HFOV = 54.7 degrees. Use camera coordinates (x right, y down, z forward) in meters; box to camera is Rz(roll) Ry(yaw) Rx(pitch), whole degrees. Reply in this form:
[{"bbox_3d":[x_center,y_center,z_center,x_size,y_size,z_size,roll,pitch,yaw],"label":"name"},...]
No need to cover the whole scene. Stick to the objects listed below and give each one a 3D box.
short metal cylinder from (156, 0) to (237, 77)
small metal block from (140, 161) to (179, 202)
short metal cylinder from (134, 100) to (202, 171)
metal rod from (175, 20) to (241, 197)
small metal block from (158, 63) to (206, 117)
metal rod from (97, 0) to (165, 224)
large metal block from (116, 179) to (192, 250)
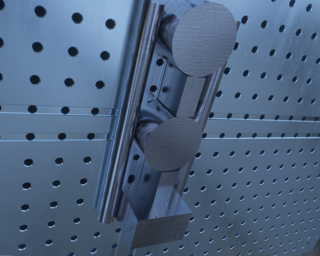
[{"bbox_3d":[0.038,-0.104,0.351,0.081,0.050,0.079,-14,124,-21],"label":"short metal cylinder"},{"bbox_3d":[-0.003,0.067,0.434,0.025,0.050,0.050,0,118,-29],"label":"small metal block"},{"bbox_3d":[0.007,0.009,0.404,0.081,0.050,0.079,-14,124,-21],"label":"short metal cylinder"},{"bbox_3d":[0.050,-0.002,0.436,0.025,0.025,0.298,1,118,-29],"label":"metal rod"},{"bbox_3d":[0.025,-0.047,0.378,0.025,0.050,0.050,1,118,-29],"label":"small metal block"},{"bbox_3d":[-0.042,-0.001,0.386,0.025,0.025,0.298,1,118,-29],"label":"metal rod"},{"bbox_3d":[-0.014,0.117,0.440,0.081,0.080,0.050,1,118,-29],"label":"large metal block"}]
